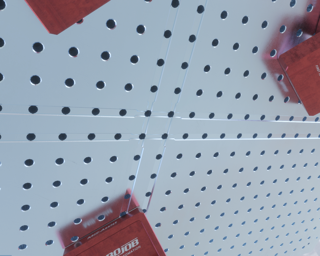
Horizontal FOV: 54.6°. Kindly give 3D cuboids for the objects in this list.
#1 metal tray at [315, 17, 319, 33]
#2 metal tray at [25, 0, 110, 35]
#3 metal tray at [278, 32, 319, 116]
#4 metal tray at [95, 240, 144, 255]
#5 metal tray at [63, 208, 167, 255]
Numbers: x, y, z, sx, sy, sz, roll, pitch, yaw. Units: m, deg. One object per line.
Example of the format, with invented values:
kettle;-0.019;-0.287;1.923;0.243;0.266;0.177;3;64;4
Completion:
metal tray;0.281;-0.194;0.440;0.091;0.030;0.129;-12;124;-22
metal tray;-0.070;-0.156;0.273;0.130;0.030;0.090;-35;129;-5
metal tray;0.247;-0.082;0.470;0.090;0.030;0.130;-31;133;21
metal tray;-0.070;0.258;0.527;0.091;0.030;0.129;-16;125;-20
metal tray;-0.065;0.191;0.460;0.131;0.030;0.090;-27;94;-11
